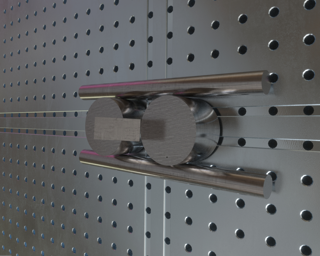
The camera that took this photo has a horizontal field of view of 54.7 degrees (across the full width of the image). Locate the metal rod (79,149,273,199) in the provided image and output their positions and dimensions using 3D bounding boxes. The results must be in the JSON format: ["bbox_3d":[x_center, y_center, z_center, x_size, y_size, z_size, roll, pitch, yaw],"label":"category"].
[{"bbox_3d":[-0.006,0.053,0.410,0.300,0.025,0.025,3,92,39],"label":"metal rod"}]

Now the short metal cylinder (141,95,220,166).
[{"bbox_3d":[0.023,0.003,0.369,0.080,0.050,0.079,0,90,40],"label":"short metal cylinder"}]

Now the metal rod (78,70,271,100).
[{"bbox_3d":[-0.007,-0.052,0.411,0.300,0.025,0.025,3,92,39],"label":"metal rod"}]

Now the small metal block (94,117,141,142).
[{"bbox_3d":[-0.049,0.001,0.368,0.050,0.050,0.025,3,92,-3],"label":"small metal block"}]

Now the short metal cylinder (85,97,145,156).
[{"bbox_3d":[-0.060,-0.002,0.439,0.080,0.050,0.079,0,90,40],"label":"short metal cylinder"}]
